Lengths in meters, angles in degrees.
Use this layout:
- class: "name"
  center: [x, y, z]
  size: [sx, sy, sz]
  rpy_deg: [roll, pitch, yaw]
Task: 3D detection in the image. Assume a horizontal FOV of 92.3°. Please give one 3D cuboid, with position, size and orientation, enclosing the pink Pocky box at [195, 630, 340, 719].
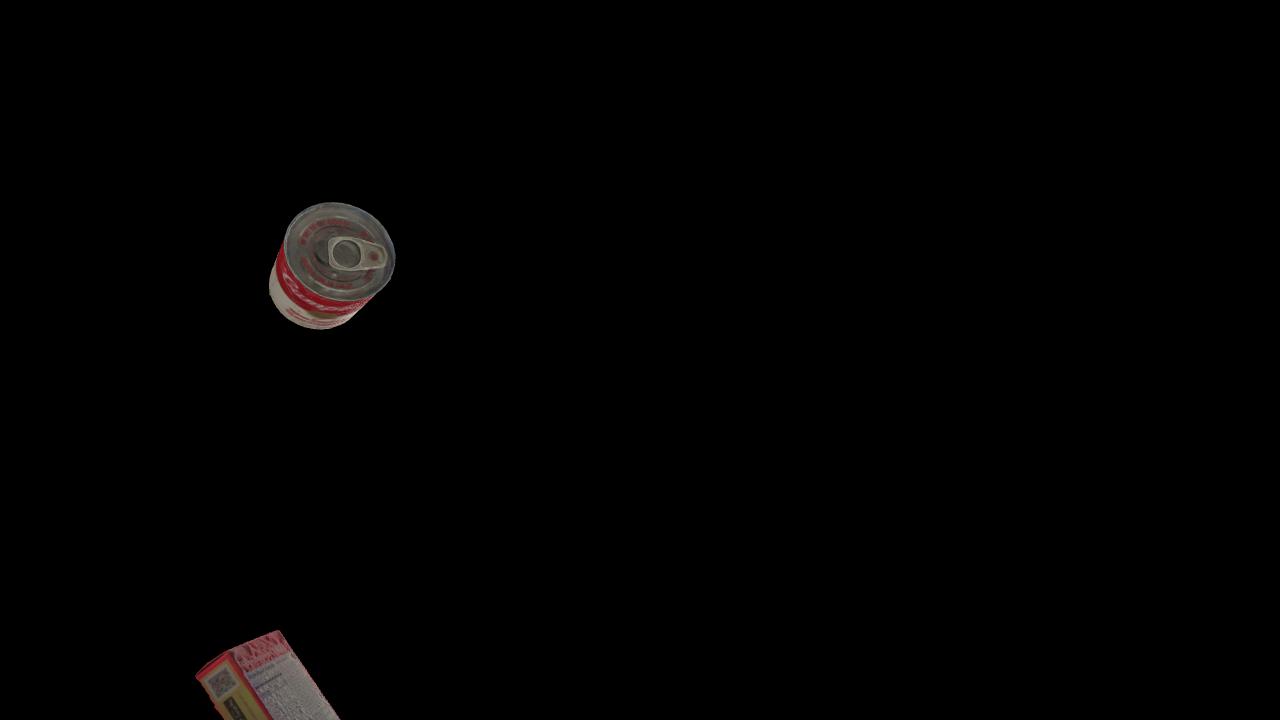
- class: "pink Pocky box"
  center: [-0.266, 0.286, 0.474]
  size: [0.029, 0.155, 0.084]
  rpy_deg: [-38, -7, -13]

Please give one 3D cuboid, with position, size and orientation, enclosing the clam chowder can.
- class: "clam chowder can"
  center: [-0.225, -0.064, 0.443]
  size: [0.068, 0.068, 0.102]
  rpy_deg: [0, -9, -36]
